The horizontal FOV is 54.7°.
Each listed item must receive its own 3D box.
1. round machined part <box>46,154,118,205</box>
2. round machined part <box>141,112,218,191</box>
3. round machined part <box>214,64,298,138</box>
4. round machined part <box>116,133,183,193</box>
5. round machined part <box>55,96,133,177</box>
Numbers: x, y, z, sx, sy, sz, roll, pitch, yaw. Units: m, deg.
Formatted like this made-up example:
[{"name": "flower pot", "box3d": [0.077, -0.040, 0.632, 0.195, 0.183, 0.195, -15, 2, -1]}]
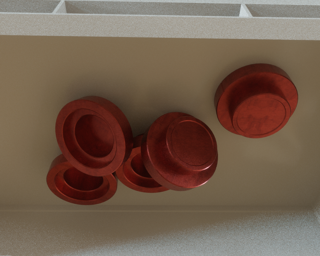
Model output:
[{"name": "round machined part", "box3d": [-0.110, 0.067, 0.453, 0.099, 0.042, 0.097, -1, 130, 0]}, {"name": "round machined part", "box3d": [0.030, 0.024, 0.377, 0.099, 0.098, 0.042, 20, 151, -17]}, {"name": "round machined part", "box3d": [0.118, -0.026, 0.378, 0.099, 0.042, 0.097, -1, 130, 0]}, {"name": "round machined part", "box3d": [-0.012, 0.044, 0.436, 0.099, 0.042, 0.097, -1, 130, 0]}, {"name": "round machined part", "box3d": [-0.077, 0.007, 0.385, 0.098, 0.042, 0.097, 8, 111, 21]}]
